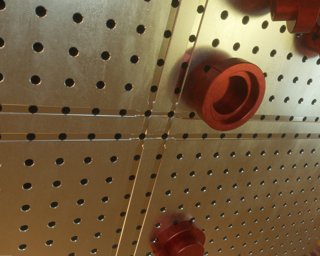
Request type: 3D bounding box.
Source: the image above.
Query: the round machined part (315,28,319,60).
[{"bbox_3d":[0.276,-0.137,0.465,0.099,0.042,0.097,-14,124,-21],"label":"round machined part"}]

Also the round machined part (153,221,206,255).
[{"bbox_3d":[0.040,0.218,0.556,0.099,0.042,0.097,-14,124,-21],"label":"round machined part"}]

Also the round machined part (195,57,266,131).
[{"bbox_3d":[0.089,-0.048,0.418,0.099,0.042,0.097,-14,124,-21],"label":"round machined part"}]

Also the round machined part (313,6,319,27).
[{"bbox_3d":[0.202,-0.174,0.378,0.042,0.098,0.097,1,125,11],"label":"round machined part"}]

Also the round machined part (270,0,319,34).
[{"bbox_3d":[0.155,-0.161,0.361,0.042,0.098,0.097,1,125,12],"label":"round machined part"}]
